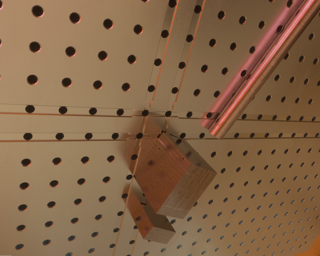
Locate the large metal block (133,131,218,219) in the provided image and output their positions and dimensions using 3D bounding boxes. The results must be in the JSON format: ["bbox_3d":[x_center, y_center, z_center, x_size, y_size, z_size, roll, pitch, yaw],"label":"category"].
[{"bbox_3d":[0.018,0.064,0.427,0.050,0.080,0.080,24,105,-37],"label":"large metal block"}]

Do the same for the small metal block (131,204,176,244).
[{"bbox_3d":[-0.010,0.150,0.484,0.050,0.050,0.025,29,102,-38],"label":"small metal block"}]

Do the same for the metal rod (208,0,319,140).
[{"bbox_3d":[0.166,-0.109,0.436,0.025,0.025,0.299,26,104,-38],"label":"metal rod"}]
